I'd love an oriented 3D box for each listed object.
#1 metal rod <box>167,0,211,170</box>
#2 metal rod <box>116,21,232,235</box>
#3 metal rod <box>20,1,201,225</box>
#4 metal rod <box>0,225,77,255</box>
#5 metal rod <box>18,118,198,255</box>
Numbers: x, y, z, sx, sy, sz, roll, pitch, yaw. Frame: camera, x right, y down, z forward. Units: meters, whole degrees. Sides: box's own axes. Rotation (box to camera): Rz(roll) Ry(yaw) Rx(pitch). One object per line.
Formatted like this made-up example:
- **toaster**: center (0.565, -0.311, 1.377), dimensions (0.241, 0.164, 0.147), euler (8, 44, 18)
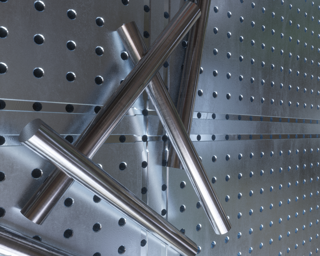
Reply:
- **metal rod**: center (0.047, -0.090, 0.450), dimensions (0.025, 0.025, 0.299), euler (16, 80, -39)
- **metal rod**: center (0.023, 0.008, 0.403), dimensions (0.025, 0.025, 0.299), euler (-34, 103, -35)
- **metal rod**: center (-0.043, -0.029, 0.345), dimensions (0.025, 0.025, 0.300), euler (45, 72, -31)
- **metal rod**: center (-0.103, 0.142, 0.324), dimensions (0.301, 0.025, 0.025), euler (40, 65, -33)
- **metal rod**: center (-0.033, 0.089, 0.354), dimensions (0.300, 0.025, 0.025), euler (49, 61, -39)
